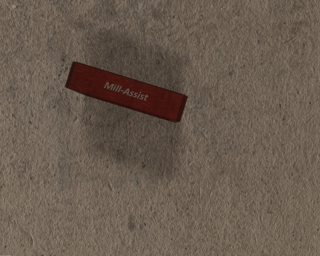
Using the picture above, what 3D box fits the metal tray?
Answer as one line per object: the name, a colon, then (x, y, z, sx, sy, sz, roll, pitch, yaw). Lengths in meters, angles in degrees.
metal tray: (-0.037, -0.040, 0.377, 0.131, 0.090, 0.030, 17, 90, -1)
